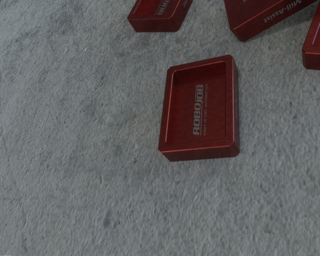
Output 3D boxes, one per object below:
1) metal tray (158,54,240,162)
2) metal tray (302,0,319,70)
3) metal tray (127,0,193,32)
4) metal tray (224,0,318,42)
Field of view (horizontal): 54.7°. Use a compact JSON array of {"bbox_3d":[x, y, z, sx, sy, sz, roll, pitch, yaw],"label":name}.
[{"bbox_3d":[0.050,-0.026,0.388,0.090,0.030,0.130,-7,58,24],"label":"metal tray"},{"bbox_3d":[0.229,-0.124,0.356,0.090,0.030,0.130,14,69,33],"label":"metal tray"},{"bbox_3d":[0.010,-0.224,0.531,0.090,0.030,0.130,11,67,32],"label":"metal tray"},{"bbox_3d":[0.151,-0.184,0.410,0.130,0.030,0.090,-26,50,33],"label":"metal tray"}]
